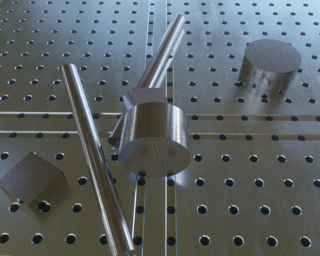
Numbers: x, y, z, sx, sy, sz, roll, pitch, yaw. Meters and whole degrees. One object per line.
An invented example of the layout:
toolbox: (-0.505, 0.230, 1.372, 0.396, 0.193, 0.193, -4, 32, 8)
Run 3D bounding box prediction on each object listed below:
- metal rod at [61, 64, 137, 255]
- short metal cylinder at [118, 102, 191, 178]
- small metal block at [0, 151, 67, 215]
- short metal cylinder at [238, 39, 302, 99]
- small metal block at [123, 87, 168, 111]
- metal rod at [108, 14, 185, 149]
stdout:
metal rod: (-0.088, 0.018, 0.391, 0.025, 0.025, 0.300, -16, 52, -13)
short metal cylinder: (-0.005, 0.015, 0.359, 0.080, 0.080, 0.050, 1, 50, 1)
small metal block: (-0.145, 0.062, 0.354, 0.050, 0.025, 0.050, 26, 55, 20)
short metal cylinder: (0.164, -0.090, 0.468, 0.081, 0.050, 0.080, 0, 50, 0)
small metal block: (-0.015, -0.025, 0.407, 0.050, 0.025, 0.050, -4, 66, -35)
metal rod: (-0.010, -0.090, 0.483, 0.025, 0.025, 0.300, 13, 51, 11)
